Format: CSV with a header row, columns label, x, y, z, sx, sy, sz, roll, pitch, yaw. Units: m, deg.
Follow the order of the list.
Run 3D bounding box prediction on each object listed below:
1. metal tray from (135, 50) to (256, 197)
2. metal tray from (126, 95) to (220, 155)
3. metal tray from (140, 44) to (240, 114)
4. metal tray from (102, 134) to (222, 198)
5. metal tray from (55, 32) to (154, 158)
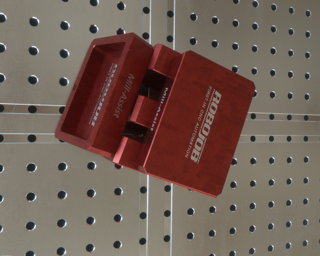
label,x,y,z,sx,sy,sz,roll,pitch,yaw
metal tray,0.039,-0.004,0.327,0.090,0.030,0.130,22,83,-19
metal tray,0.016,0.001,0.382,0.131,0.090,0.030,21,82,-20
metal tray,0.036,-0.055,0.390,0.131,0.090,0.030,22,84,-18
metal tray,0.000,0.044,0.377,0.131,0.090,0.030,22,83,-19
metal tray,-0.066,-0.039,0.351,0.030,0.090,0.130,26,81,-40
